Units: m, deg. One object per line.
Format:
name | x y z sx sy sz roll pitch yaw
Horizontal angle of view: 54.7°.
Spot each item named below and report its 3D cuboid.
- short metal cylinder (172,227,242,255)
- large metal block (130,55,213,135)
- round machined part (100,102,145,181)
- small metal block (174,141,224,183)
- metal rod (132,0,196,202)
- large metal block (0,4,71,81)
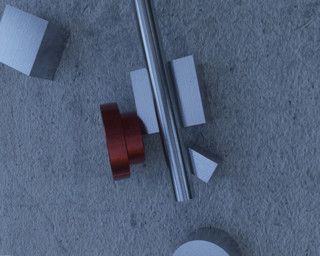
short metal cylinder | 0.057 0.167 0.375 0.080 0.050 0.079 0 90 19
large metal block | 0.016 -0.038 0.389 0.080 0.050 0.080 -11 86 19
round machined part | -0.046 0.015 0.393 0.042 0.098 0.097 -11 86 -10
small metal block | 0.047 0.039 0.379 0.050 0.050 0.025 30 100 17
metal rod | -0.003 -0.067 0.356 0.025 0.025 0.298 -13 86 19
large metal block | -0.193 -0.126 0.462 0.080 0.050 0.080 26 98 17
